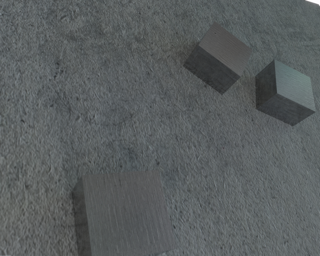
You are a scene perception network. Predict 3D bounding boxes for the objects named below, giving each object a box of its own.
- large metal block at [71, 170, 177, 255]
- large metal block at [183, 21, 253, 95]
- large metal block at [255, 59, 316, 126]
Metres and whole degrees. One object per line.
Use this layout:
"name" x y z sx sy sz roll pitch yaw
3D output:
"large metal block" -0.039 0.091 0.311 0.081 0.050 0.080 0 62 -28
"large metal block" 0.096 -0.115 0.510 0.080 0.050 0.080 35 51 -5
"large metal block" 0.217 -0.061 0.541 0.080 0.050 0.080 22 54 -15
